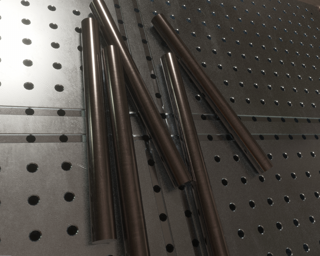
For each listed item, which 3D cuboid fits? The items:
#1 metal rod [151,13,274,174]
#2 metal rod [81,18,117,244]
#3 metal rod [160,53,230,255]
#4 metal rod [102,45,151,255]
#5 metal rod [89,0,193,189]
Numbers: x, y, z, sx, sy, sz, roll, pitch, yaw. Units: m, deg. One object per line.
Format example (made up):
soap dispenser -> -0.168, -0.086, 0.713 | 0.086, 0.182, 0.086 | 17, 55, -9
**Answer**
metal rod -> 0.076, -0.060, 0.488 | 0.025, 0.025, 0.299 | -25, 75, -37
metal rod -> -0.078, -0.018, 0.377 | 0.025, 0.025, 0.299 | 5, 60, -26
metal rod -> 0.041, 0.023, 0.418 | 0.025, 0.025, 0.299 | 2, 61, -28
metal rod -> -0.041, 0.030, 0.360 | 0.025, 0.025, 0.299 | 3, 63, -27
metal rod -> -0.033, -0.059, 0.427 | 0.025, 0.025, 0.299 | -14, 69, -34
